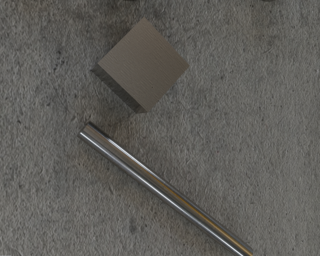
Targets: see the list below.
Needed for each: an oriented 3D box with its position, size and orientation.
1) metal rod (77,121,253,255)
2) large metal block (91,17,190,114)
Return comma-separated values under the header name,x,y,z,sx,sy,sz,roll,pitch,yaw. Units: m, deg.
name,x,y,z,sx,sy,sz,roll,pitch,yaw
metal rod,0.017,0.093,0.416,0.300,0.025,0.025,40,77,-16
large metal block,-0.025,-0.075,0.387,0.080,0.050,0.080,44,76,-15
